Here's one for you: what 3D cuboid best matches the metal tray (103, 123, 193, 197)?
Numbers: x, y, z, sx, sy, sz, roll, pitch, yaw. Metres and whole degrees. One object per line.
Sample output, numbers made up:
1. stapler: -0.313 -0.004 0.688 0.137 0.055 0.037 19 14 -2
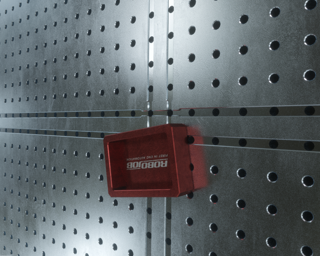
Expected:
1. metal tray: -0.021 0.047 0.424 0.130 0.030 0.090 -11 83 39
